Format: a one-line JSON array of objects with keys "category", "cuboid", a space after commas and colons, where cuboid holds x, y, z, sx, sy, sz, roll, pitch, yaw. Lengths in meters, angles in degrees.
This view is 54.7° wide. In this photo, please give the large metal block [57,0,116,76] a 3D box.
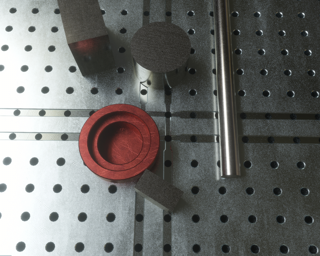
[{"category": "large metal block", "cuboid": [-0.100, -0.131, 0.429, 0.050, 0.080, 0.080, -16, 71, -6]}]

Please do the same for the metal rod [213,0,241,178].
[{"category": "metal rod", "cuboid": [0.093, -0.079, 0.441, 0.025, 0.025, 0.299, 1, 70, 0]}]

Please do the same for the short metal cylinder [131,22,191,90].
[{"category": "short metal cylinder", "cuboid": [0.001, -0.101, 0.435, 0.081, 0.050, 0.080, 0, 70, 0]}]

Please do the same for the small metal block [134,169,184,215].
[{"category": "small metal block", "cuboid": [-0.001, 0.077, 0.370, 0.050, 0.050, 0.025, 30, 73, 10]}]

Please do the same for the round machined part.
[{"category": "round machined part", "cuboid": [-0.049, 0.022, 0.394, 0.099, 0.042, 0.098, 0, 70, -1]}]
